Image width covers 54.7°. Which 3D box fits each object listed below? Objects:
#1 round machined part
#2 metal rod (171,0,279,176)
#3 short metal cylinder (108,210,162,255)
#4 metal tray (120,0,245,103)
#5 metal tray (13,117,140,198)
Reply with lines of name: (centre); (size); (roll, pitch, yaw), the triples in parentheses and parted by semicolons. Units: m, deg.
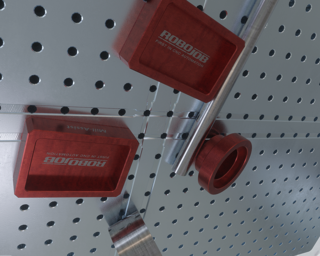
round machined part: (0.091, 0.049, 0.469); (0.099, 0.042, 0.097); (-29, 138, -30)
metal rod: (0.089, -0.063, 0.420); (0.025, 0.025, 0.298); (13, 112, -34)
short metal cylinder: (-0.036, 0.171, 0.462); (0.050, 0.080, 0.080); (-28, 128, -11)
metal tray: (0.030, -0.092, 0.367); (0.131, 0.030, 0.090); (19, 108, -36)
metal tray: (-0.100, 0.040, 0.378); (0.131, 0.030, 0.089); (8, 115, -32)
